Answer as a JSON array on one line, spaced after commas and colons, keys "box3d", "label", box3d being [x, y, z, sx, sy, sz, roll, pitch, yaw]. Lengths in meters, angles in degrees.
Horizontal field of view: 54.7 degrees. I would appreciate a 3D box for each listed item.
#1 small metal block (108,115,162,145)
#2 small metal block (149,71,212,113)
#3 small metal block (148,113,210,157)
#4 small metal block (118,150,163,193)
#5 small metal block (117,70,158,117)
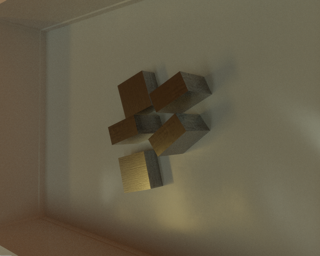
[{"box3d": [-0.032, 0.003, 0.415, 0.050, 0.050, 0.025, -23, 76, 37], "label": "small metal block"}, {"box3d": [0.025, -0.040, 0.369, 0.050, 0.050, 0.025, -33, 70, 35], "label": "small metal block"}, {"box3d": [0.023, 0.008, 0.370, 0.050, 0.050, 0.025, -44, 64, 31], "label": "small metal block"}, {"box3d": [-0.027, 0.060, 0.427, 0.050, 0.025, 0.050, -18, 79, 38], "label": "small metal block"}, {"box3d": [-0.028, -0.044, 0.427, 0.050, 0.025, 0.050, -24, 75, 37], "label": "small metal block"}]
